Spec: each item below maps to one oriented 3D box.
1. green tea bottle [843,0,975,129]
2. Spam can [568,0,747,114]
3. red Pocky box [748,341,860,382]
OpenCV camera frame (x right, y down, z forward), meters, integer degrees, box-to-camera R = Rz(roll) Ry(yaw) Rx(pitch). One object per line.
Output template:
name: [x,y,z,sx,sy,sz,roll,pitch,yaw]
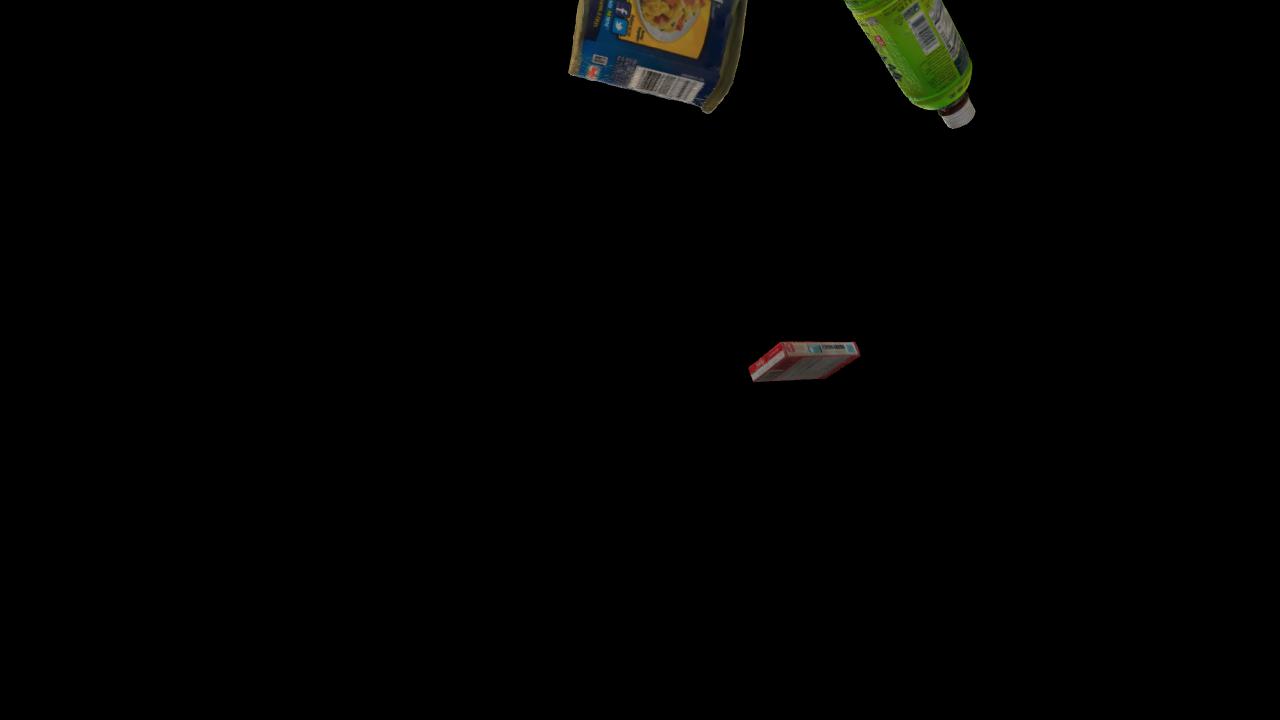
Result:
green tea bottle: [0.289,-0.321,0.634,0.212,0.073,0.073,36,-21,-32]
Spam can: [0.010,-0.198,0.336,0.085,0.101,0.058,8,-3,-12]
red Pocky box: [0.245,0.002,0.917,0.155,0.028,0.083,-1,-28,-31]
